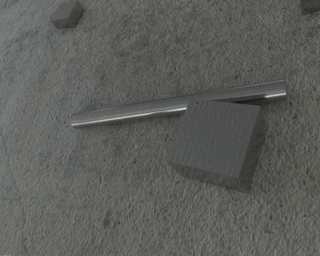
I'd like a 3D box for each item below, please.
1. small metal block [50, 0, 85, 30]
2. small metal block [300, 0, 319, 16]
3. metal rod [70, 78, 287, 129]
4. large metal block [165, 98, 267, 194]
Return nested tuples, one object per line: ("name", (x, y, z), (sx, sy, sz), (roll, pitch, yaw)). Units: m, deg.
("small metal block", (-0.193, -0.236, 0.647), (0.050, 0.025, 0.050), (5, 64, 30))
("small metal block", (0.193, -0.185, 0.400), (0.025, 0.050, 0.050), (-8, 58, 24))
("metal rod", (0.008, -0.027, 0.415), (0.301, 0.025, 0.025), (-7, 59, 24))
("large metal block", (0.064, 0.018, 0.342), (0.080, 0.050, 0.080), (10, 67, 32))
